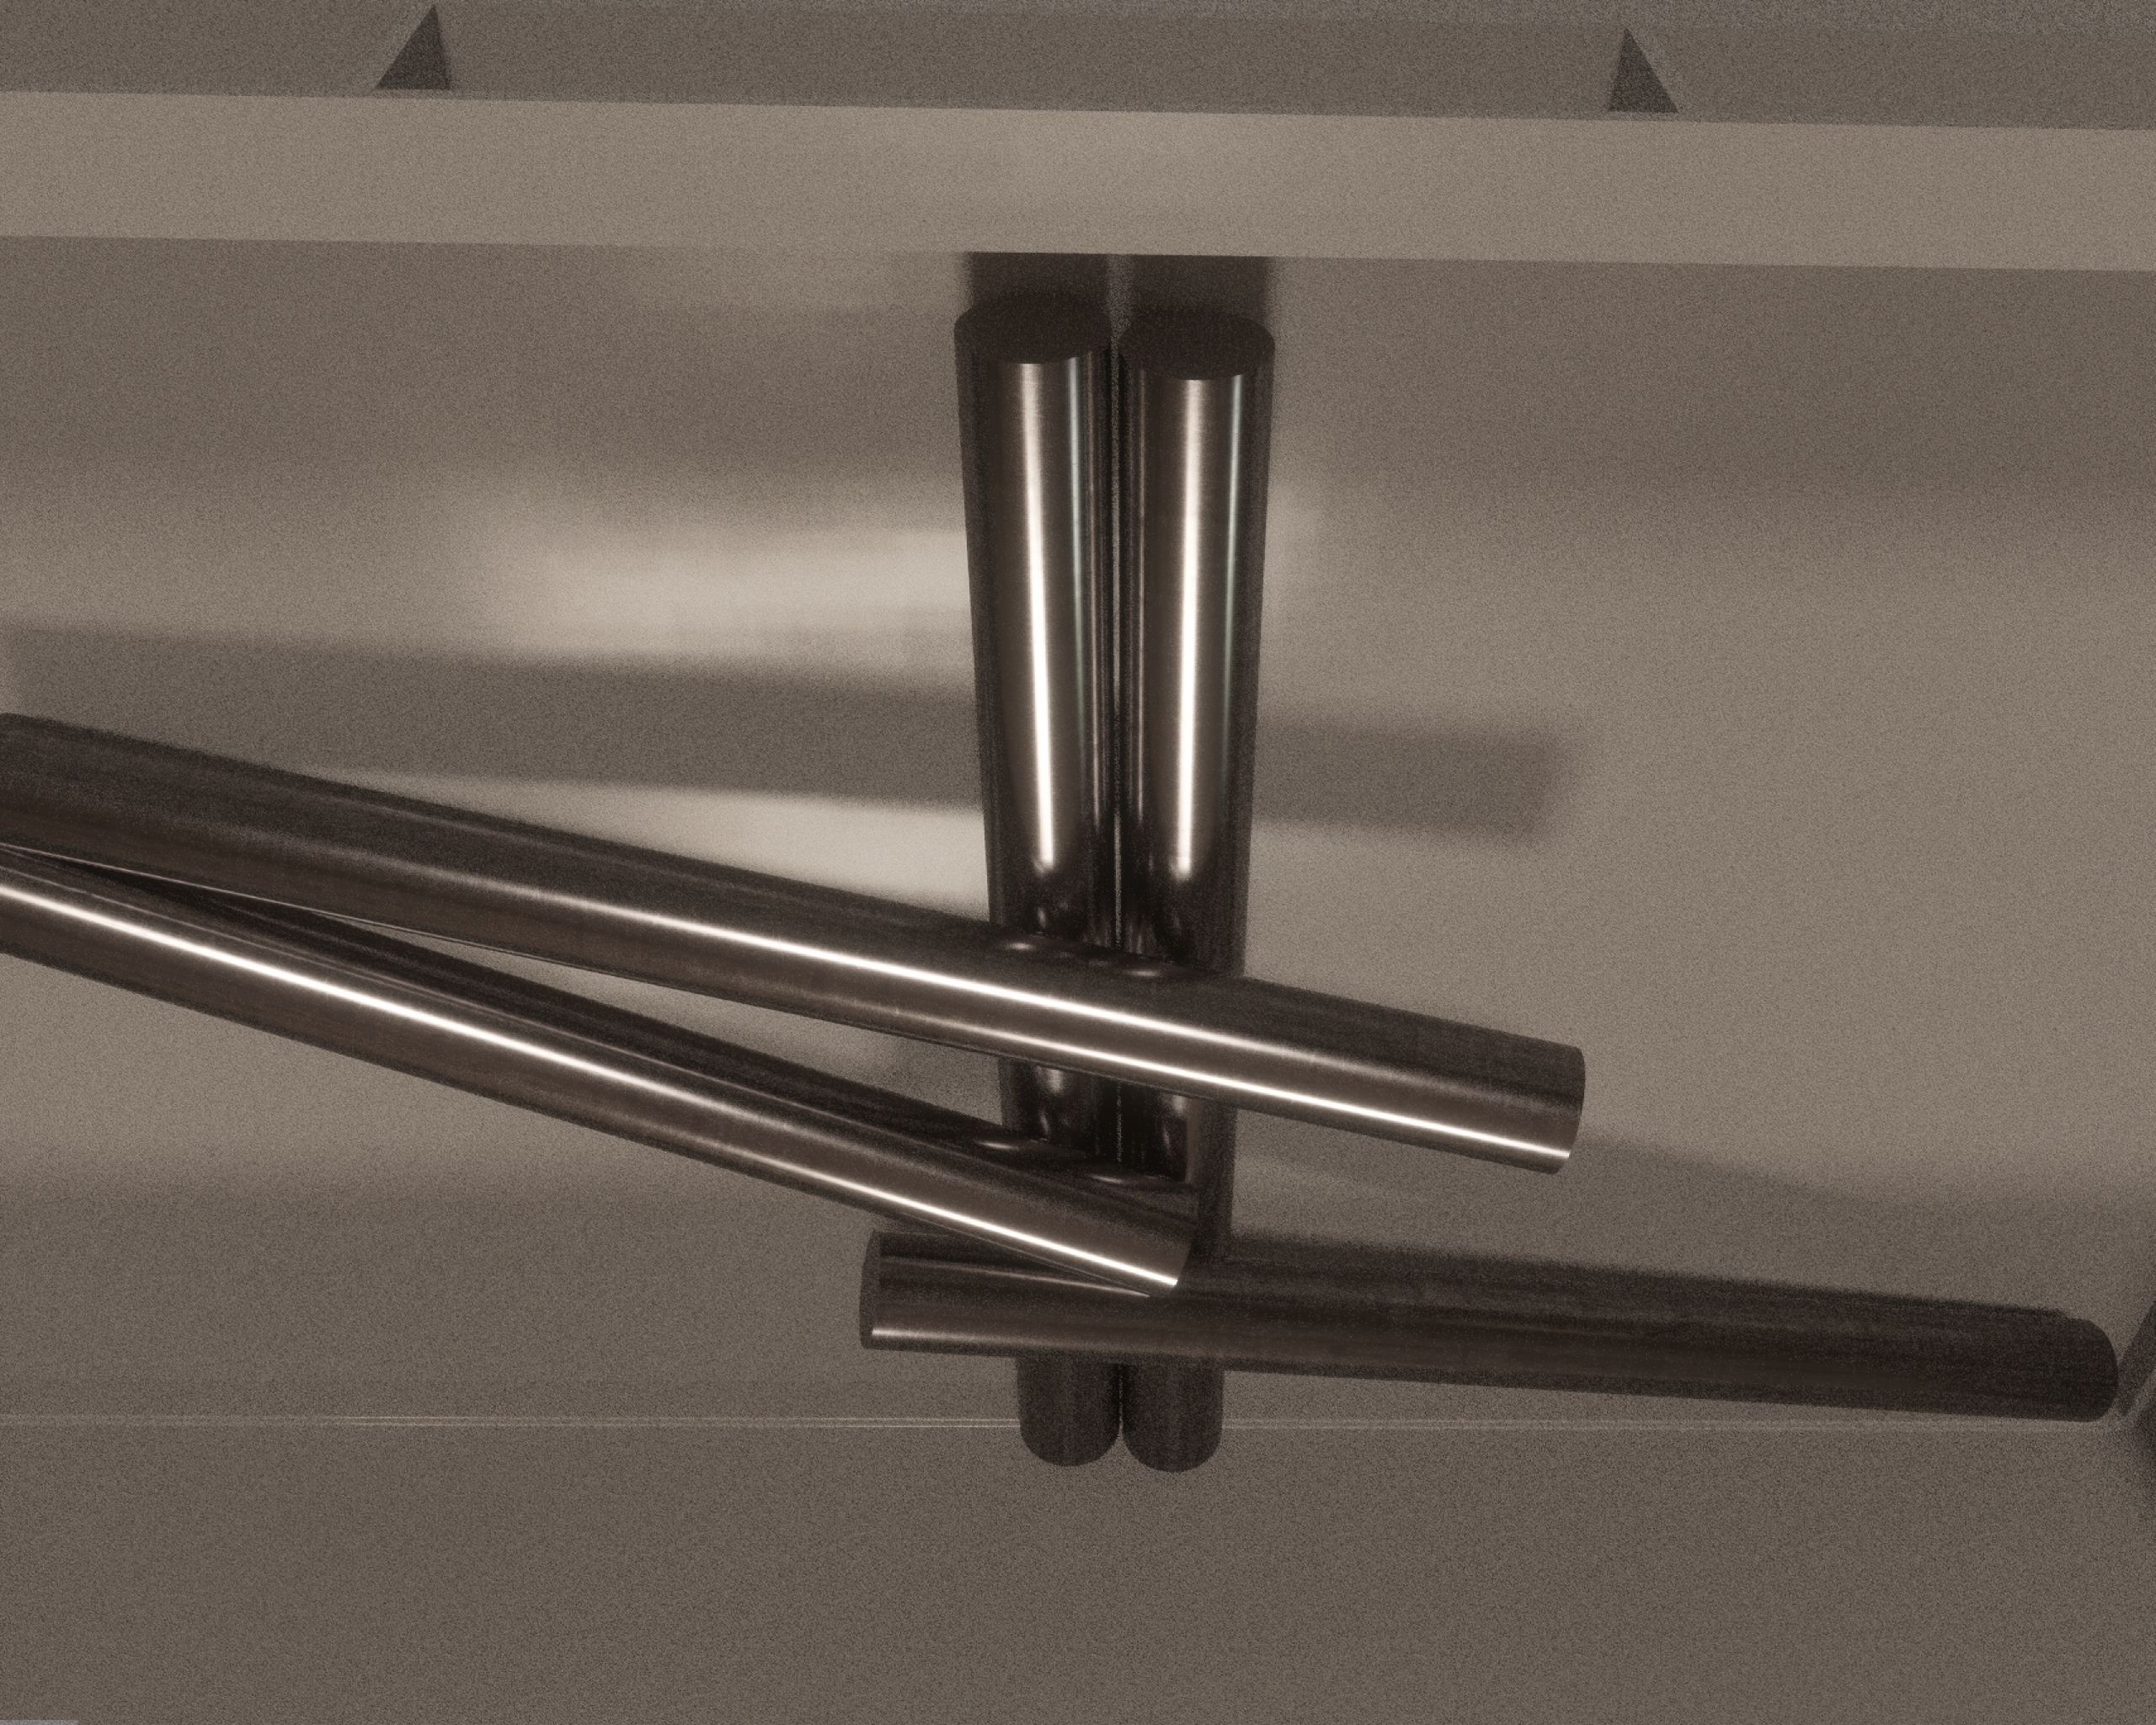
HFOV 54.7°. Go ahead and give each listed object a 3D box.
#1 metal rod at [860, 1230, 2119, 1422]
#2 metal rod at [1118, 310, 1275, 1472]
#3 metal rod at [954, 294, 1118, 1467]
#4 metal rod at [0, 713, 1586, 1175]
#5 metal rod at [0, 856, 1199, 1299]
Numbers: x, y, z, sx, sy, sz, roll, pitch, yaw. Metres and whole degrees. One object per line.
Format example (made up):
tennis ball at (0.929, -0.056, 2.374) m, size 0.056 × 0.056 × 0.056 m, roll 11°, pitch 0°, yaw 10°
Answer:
metal rod at (0.102, 0.108, 0.478) m, size 0.302 × 0.025 × 0.025 m, roll 7°, pitch 130°, yaw -14°
metal rod at (0.021, 0.030, 0.431) m, size 0.025 × 0.025 × 0.298 m, roll -1°, pitch 130°, yaw 0°
metal rod at (-0.005, 0.028, 0.429) m, size 0.025 × 0.025 × 0.298 m, roll -1°, pitch 130°, yaw 0°
metal rod at (-0.055, 0.016, 0.394) m, size 0.302 × 0.025 × 0.025 m, roll 12°, pitch 129°, yaw -2°
metal rod at (-0.121, 0.033, 0.417) m, size 0.302 × 0.025 × 0.025 m, roll 18°, pitch 128°, yaw -9°
